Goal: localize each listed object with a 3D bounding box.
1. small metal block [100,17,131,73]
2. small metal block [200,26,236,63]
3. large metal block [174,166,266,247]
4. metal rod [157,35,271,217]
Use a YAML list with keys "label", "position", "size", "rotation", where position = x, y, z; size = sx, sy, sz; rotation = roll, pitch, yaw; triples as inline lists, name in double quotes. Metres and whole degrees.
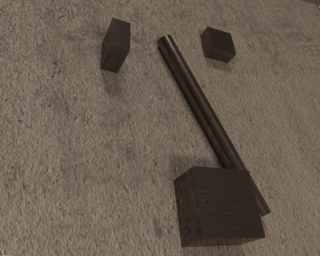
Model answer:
- label: "small metal block"
  position: [-0.061, -0.112, 0.424]
  size: [0.025, 0.050, 0.050]
  rotation: [12, 57, -23]
- label: "small metal block"
  position: [0.103, -0.148, 0.552]
  size: [0.050, 0.025, 0.050]
  rotation: [9, 58, -24]
- label: "large metal block"
  position: [0.068, 0.094, 0.368]
  size: [0.081, 0.050, 0.080]
  rotation: [8, 58, -24]
- label: "metal rod"
  position: [0.071, -0.012, 0.451]
  size: [0.025, 0.025, 0.299]
  rotation: [-15, 69, -34]
